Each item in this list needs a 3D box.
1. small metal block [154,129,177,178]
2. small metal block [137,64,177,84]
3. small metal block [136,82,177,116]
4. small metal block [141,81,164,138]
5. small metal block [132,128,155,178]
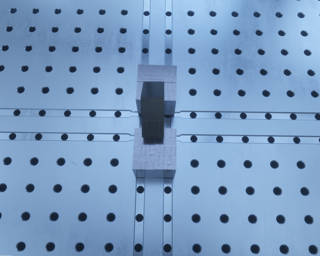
[{"bbox_3d":[0.007,0.032,0.385,0.025,0.050,0.050,1,70,0],"label":"small metal block"},{"bbox_3d":[-0.004,-0.062,0.420,0.050,0.050,0.025,2,70,0],"label":"small metal block"},{"bbox_3d":[-0.005,-0.038,0.412,0.050,0.050,0.025,2,70,0],"label":"small metal block"},{"bbox_3d":[-0.008,-0.023,0.363,0.025,0.050,0.050,0,28,1],"label":"small metal block"},{"bbox_3d":[-0.019,0.032,0.386,0.025,0.050,0.050,1,70,0],"label":"small metal block"}]
